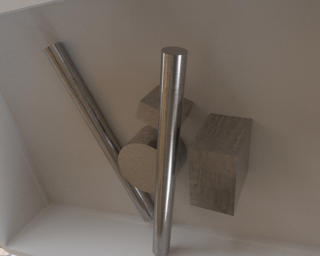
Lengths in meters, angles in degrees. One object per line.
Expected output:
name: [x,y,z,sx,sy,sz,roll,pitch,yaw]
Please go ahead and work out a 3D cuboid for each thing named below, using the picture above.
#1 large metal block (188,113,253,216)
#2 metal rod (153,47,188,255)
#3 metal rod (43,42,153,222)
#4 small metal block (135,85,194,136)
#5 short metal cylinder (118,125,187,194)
large metal block: [0.071,0.039,0.359,0.050,0.080,0.079,9,123,23]
metal rod: [0.008,0.053,0.371,0.025,0.025,0.298,16,125,19]
metal rod: [-0.080,0.017,0.459,0.025,0.025,0.299,-15,111,34]
small metal block: [0.006,-0.022,0.375,0.050,0.050,0.025,28,128,10]
short metal cylinder: [-0.009,0.042,0.422,0.080,0.050,0.079,13,124,20]
